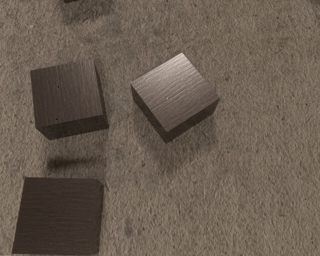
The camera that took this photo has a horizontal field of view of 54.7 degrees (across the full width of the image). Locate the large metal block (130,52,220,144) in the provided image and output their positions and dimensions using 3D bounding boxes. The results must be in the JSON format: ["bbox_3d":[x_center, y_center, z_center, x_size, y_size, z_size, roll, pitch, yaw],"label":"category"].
[{"bbox_3d":[0.019,-0.038,0.409,0.080,0.050,0.080,-33,74,-12],"label":"large metal block"}]

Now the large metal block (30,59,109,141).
[{"bbox_3d":[-0.117,-0.036,0.407,0.081,0.050,0.080,-12,71,-5],"label":"large metal block"}]

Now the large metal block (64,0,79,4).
[{"bbox_3d":[-0.124,-0.253,0.486,0.081,0.050,0.080,-16,71,-6],"label":"large metal block"}]

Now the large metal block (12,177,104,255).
[{"bbox_3d":[-0.112,0.102,0.356,0.081,0.050,0.080,1,70,0],"label":"large metal block"}]
